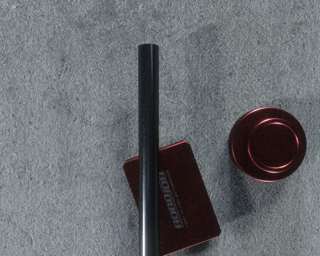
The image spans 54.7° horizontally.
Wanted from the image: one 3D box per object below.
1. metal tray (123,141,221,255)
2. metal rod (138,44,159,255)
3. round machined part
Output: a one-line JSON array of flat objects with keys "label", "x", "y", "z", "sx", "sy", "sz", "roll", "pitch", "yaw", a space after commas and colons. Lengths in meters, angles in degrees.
[{"label": "metal tray", "x": 0.015, "y": 0.091, "z": 0.408, "sx": 0.090, "sy": 0.030, "sz": 0.129, "roll": -20, "pitch": 90, "yaw": -1}, {"label": "metal rod", "x": -0.014, "y": 0.049, "z": 0.379, "sx": 0.025, "sy": 0.025, "sz": 0.298, "roll": 0, "pitch": 90, "yaw": -1}, {"label": "round machined part", "x": 0.143, "y": 0.021, "z": 0.403, "sx": 0.099, "sy": 0.042, "sz": 0.097, "roll": 0, "pitch": 90, "yaw": -1}]
